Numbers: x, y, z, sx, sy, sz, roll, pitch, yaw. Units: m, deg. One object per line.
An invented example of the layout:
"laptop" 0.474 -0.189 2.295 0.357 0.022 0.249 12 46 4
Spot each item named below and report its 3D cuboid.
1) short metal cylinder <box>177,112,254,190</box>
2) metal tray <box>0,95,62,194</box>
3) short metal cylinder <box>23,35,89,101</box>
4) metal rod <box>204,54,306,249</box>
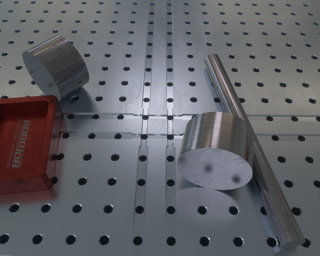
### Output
"short metal cylinder" 0.064 0.027 0.349 0.080 0.080 0.050 10 51 8
"metal tray" -0.178 0.016 0.388 0.091 0.030 0.130 -5 50 -4
"short metal cylinder" -0.148 -0.084 0.441 0.080 0.080 0.050 34 58 25
"metal rod" 0.108 0.003 0.405 0.025 0.025 0.300 -7 50 -6
